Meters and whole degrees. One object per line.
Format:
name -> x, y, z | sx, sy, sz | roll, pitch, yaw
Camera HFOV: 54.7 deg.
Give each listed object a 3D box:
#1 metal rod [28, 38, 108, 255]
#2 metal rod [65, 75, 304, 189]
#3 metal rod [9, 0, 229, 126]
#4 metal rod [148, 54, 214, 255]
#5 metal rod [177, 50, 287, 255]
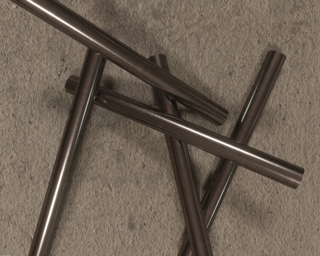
metal rod -> -0.115, 0.034, 0.387 | 0.025, 0.025, 0.298 | 18, 98, -1
metal rod -> 0.017, -0.002, 0.373 | 0.301, 0.025, 0.025 | 23, 90, 14
metal rod -> -0.039, -0.080, 0.354 | 0.301, 0.025, 0.025 | 29, 90, -23
metal rod -> 0.029, 0.052, 0.394 | 0.025, 0.025, 0.298 | -13, 84, 0
metal rod -> 0.095, 0.039, 0.411 | 0.025, 0.025, 0.299 | 24, 90, -1
